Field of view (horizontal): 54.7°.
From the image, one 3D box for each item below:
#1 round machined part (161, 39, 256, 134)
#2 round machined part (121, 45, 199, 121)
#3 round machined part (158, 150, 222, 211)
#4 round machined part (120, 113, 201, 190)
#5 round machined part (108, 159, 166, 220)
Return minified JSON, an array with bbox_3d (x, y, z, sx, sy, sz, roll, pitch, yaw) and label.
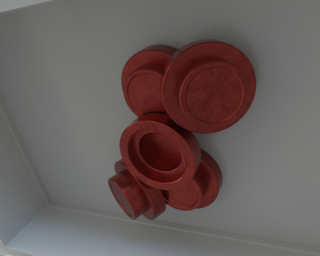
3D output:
[{"bbox_3d":[0.051,-0.039,0.317,0.099,0.042,0.097,-2,112,-5],"label":"round machined part"},{"bbox_3d":[-0.004,-0.045,0.368,0.098,0.042,0.097,13,124,20],"label":"round machined part"},{"bbox_3d":[0.032,0.074,0.423,0.098,0.042,0.097,13,124,20],"label":"round machined part"},{"bbox_3d":[0.004,0.025,0.380,0.098,0.042,0.097,13,124,20],"label":"round machined part"},{"bbox_3d":[-0.038,0.091,0.443,0.098,0.042,0.097,43,151,32],"label":"round machined part"}]
